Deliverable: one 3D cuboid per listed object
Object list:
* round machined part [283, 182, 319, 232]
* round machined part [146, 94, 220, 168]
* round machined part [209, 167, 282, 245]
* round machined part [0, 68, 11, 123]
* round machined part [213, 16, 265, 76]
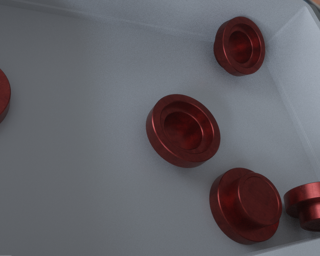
[{"bbox_3d":[0.220,0.109,0.414,0.099,0.097,0.042,17,55,-19],"label":"round machined part"},{"bbox_3d":[0.026,0.007,0.406,0.099,0.042,0.098,14,56,-21],"label":"round machined part"},{"bbox_3d":[0.117,0.096,0.401,0.099,0.042,0.098,14,56,-21],"label":"round machined part"},{"bbox_3d":[-0.204,-0.040,0.310,0.099,0.042,0.098,14,56,-21],"label":"round machined part"},{"bbox_3d":[0.132,-0.138,0.537,0.099,0.042,0.097,1,88,-31],"label":"round machined part"}]
